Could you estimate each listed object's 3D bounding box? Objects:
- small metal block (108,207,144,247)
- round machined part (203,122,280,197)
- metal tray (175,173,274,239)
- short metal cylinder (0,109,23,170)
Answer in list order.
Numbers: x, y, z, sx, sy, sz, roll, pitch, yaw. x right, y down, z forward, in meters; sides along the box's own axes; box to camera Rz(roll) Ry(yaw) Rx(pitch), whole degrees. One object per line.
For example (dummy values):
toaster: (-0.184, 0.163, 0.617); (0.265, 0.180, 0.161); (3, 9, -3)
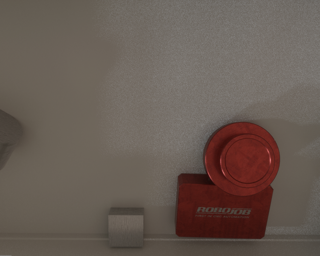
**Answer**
small metal block: (-0.049, 0.147, 0.461); (0.050, 0.025, 0.050); (1, 101, -1)
round machined part: (0.108, 0.041, 0.402); (0.099, 0.042, 0.097); (0, 89, -2)
metal tray: (0.090, 0.115, 0.452); (0.131, 0.030, 0.089); (2, 110, -2)
short metal cylinder: (-0.221, 0.012, 0.383); (0.080, 0.080, 0.050); (32, 107, -12)
